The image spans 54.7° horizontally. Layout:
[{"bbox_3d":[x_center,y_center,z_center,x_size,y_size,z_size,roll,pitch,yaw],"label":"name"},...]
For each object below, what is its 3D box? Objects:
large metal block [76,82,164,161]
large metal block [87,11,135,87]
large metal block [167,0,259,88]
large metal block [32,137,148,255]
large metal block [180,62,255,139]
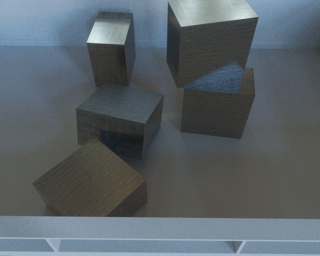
[{"bbox_3d":[-0.046,-0.012,0.383,0.080,0.050,0.080,13,32,10],"label":"large metal block"},{"bbox_3d":[-0.069,-0.117,0.467,0.050,0.080,0.080,4,50,3],"label":"large metal block"},{"bbox_3d":[0.053,-0.097,0.348,0.081,0.080,0.050,-10,51,-9],"label":"large metal block"},{"bbox_3d":[-0.071,0.069,0.330,0.080,0.050,0.080,35,58,25],"label":"large metal block"},{"bbox_3d":[0.071,-0.034,0.399,0.080,0.080,0.050,7,51,5],"label":"large metal block"}]
